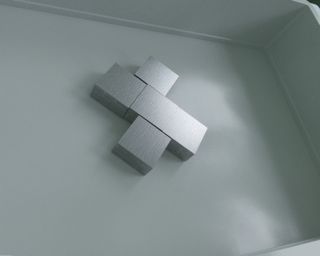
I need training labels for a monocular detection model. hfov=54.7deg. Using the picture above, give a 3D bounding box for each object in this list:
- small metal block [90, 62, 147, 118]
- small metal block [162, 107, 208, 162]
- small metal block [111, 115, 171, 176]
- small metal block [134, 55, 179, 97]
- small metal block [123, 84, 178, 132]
[{"bbox_3d":[-0.054,-0.050,0.404,0.050,0.025,0.050,36,51,-5],"label":"small metal block"},{"bbox_3d":[0.029,0.008,0.413,0.050,0.025,0.050,36,51,-5],"label":"small metal block"},{"bbox_3d":[-0.022,0.021,0.379,0.050,0.025,0.050,37,52,-4],"label":"small metal block"},{"bbox_3d":[-0.009,-0.067,0.439,0.050,0.025,0.050,36,50,-4],"label":"small metal block"},{"bbox_3d":[-0.012,-0.022,0.409,0.050,0.025,0.050,36,51,-5],"label":"small metal block"}]
